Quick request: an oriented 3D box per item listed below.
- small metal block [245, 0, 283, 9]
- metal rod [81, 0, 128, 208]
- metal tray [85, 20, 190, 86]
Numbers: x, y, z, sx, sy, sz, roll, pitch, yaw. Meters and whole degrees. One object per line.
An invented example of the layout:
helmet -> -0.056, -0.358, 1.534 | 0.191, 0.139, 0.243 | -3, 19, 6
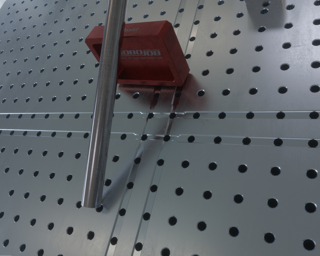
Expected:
small metal block -> 0.146, -0.199, 0.438 | 0.050, 0.050, 0.025 | 6, 65, 30
metal rod -> -0.068, -0.049, 0.393 | 0.025, 0.025, 0.298 | 9, 92, 32
metal tray -> -0.032, -0.103, 0.444 | 0.130, 0.090, 0.030 | 7, 56, 31
